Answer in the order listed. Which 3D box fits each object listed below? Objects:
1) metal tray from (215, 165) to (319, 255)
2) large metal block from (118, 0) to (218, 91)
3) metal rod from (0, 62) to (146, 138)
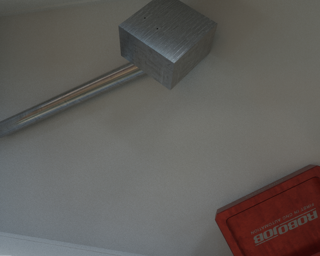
[{"bbox_3d":[0.140,0.109,0.347,0.130,0.030,0.090,-28,81,7],"label":"metal tray"},{"bbox_3d":[0.009,-0.106,0.374,0.080,0.050,0.080,37,66,16],"label":"large metal block"},{"bbox_3d":[-0.127,-0.045,0.453,0.300,0.025,0.025,-20,84,18],"label":"metal rod"}]
